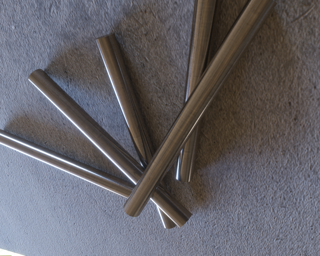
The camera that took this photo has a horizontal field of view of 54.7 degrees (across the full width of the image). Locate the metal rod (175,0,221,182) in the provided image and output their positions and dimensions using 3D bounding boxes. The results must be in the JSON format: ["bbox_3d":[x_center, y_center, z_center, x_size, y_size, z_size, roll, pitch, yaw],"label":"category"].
[{"bbox_3d":[0.042,-0.058,0.348,0.025,0.025,0.298,17,125,19],"label":"metal rod"}]

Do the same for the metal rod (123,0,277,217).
[{"bbox_3d":[0.029,-0.005,0.350,0.025,0.025,0.298,33,117,6],"label":"metal rod"}]

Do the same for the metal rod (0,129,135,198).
[{"bbox_3d":[-0.165,0.060,0.531,0.301,0.025,0.025,19,126,17],"label":"metal rod"}]

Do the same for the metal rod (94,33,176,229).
[{"bbox_3d":[-0.025,0.020,0.432,0.025,0.025,0.298,-4,117,30],"label":"metal rod"}]

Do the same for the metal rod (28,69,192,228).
[{"bbox_3d":[-0.074,0.024,0.437,0.300,0.025,0.025,43,129,7],"label":"metal rod"}]
